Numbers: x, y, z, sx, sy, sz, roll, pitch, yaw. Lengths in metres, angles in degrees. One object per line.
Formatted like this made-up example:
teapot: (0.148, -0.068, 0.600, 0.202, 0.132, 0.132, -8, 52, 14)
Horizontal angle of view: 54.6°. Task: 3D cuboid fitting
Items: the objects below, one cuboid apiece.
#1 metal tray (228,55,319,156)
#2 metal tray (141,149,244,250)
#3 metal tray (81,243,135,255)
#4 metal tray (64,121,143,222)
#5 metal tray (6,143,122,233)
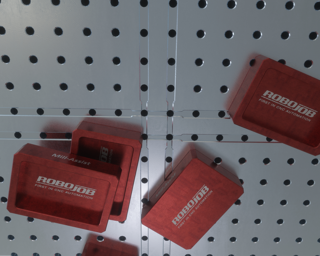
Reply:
metal tray: (0.167, -0.028, 0.401, 0.131, 0.030, 0.089, 21, 109, -8)
metal tray: (0.045, 0.106, 0.450, 0.090, 0.030, 0.130, 34, 106, -12)
metal tray: (-0.098, 0.257, 0.505, 0.090, 0.030, 0.129, 19, 109, -7)
metal tray: (-0.080, 0.063, 0.433, 0.090, 0.030, 0.129, 11, 110, -4)
metal tray: (-0.124, 0.080, 0.406, 0.131, 0.030, 0.089, 15, 109, -6)
